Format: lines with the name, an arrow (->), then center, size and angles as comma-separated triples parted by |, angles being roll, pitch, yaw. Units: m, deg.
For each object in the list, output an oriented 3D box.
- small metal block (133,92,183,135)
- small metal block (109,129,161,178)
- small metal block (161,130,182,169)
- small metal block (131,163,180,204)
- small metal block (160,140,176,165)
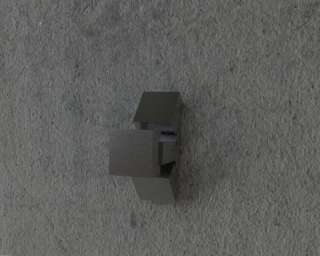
small metal block -> -0.001, -0.020, 0.397 | 0.050, 0.025, 0.050 | 3, 55, 20
small metal block -> -0.027, 0.026, 0.339 | 0.050, 0.025, 0.050 | 1, 90, 19
small metal block -> 0.001, 0.026, 0.410 | 0.050, 0.025, 0.050 | 3, 91, 19
small metal block -> -0.005, 0.069, 0.398 | 0.050, 0.025, 0.050 | 3, 132, 19
small metal block -> -0.012, 0.027, 0.373 | 0.050, 0.050, 0.025 | 3, 91, 19
